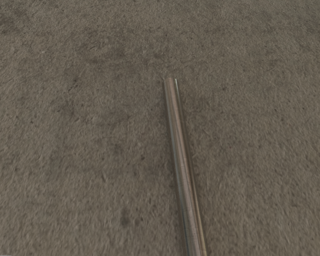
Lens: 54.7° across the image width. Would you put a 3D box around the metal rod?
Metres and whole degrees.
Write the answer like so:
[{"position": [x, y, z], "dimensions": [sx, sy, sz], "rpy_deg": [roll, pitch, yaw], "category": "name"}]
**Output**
[{"position": [0.027, 0.050, 0.361], "dimensions": [0.025, 0.025, 0.300], "rpy_deg": [-3, 50, -3], "category": "metal rod"}]
